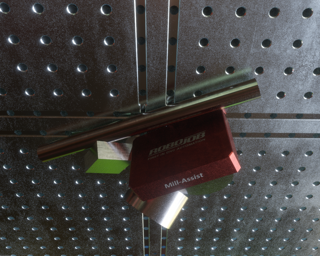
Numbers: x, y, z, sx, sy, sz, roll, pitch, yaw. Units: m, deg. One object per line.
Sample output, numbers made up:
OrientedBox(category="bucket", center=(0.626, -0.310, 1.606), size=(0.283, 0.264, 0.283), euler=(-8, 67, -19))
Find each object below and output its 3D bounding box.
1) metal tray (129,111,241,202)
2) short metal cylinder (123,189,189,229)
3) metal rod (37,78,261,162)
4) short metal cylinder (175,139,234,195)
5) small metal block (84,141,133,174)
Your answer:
OrientedBox(category="metal tray", center=(0.027, 0.032, 0.392), size=(0.130, 0.090, 0.030), euler=(-21, 127, 16))
OrientedBox(category="short metal cylinder", center=(-0.006, 0.101, 0.448), size=(0.080, 0.080, 0.050), euler=(39, 78, -29))
OrientedBox(category="metal rod", center=(-0.024, -0.006, 0.402), size=(0.301, 0.025, 0.025), euler=(-17, 128, 13))
OrientedBox(category="short metal cylinder", center=(0.056, 0.051, 0.427), size=(0.081, 0.050, 0.080), euler=(-3, 139, -3))
OrientedBox(category="small metal block", center=(-0.071, 0.042, 0.425), size=(0.050, 0.025, 0.050), euler=(7, 149, -31))
